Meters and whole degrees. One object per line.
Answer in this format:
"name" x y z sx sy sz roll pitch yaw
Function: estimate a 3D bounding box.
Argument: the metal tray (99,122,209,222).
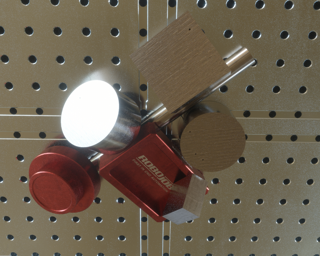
"metal tray" -0.006 0.064 0.419 0.090 0.030 0.130 -36 119 12

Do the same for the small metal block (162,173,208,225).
"small metal block" 0.033 0.093 0.403 0.025 0.050 0.050 32 142 -13

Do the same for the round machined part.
"round machined part" -0.134 0.076 0.417 0.098 0.042 0.097 7 117 14

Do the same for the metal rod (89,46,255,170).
"metal rod" -0.009 -0.005 0.413 0.300 0.025 0.025 -35 107 12

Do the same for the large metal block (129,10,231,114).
"large metal block" 0.025 -0.073 0.361 0.080 0.050 0.080 -35 87 12

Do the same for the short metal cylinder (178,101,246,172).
"short metal cylinder" 0.065 0.010 0.404 0.081 0.050 0.079 0 110 0

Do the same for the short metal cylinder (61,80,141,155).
"short metal cylinder" -0.070 -0.011 0.373 0.080 0.050 0.080 -7 72 24
